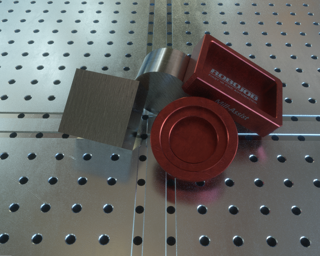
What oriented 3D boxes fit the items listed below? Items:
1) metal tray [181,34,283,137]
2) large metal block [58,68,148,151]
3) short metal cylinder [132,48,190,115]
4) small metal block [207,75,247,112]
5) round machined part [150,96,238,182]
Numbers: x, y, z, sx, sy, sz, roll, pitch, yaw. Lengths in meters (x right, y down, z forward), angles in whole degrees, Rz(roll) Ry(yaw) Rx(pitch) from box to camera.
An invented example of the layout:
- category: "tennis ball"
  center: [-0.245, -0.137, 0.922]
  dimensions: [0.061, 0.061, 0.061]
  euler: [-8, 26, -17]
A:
- category: "metal tray"
  center: [0.098, -0.056, 0.402]
  dimensions: [0.131, 0.030, 0.090]
  euler: [28, 50, -13]
- category: "large metal block"
  center: [-0.068, -0.021, 0.386]
  dimensions: [0.080, 0.050, 0.080]
  euler: [13, 84, 11]
- category: "short metal cylinder"
  center: [0.008, -0.061, 0.424]
  dimensions: [0.080, 0.080, 0.050]
  euler: [11, 51, 9]
- category: "small metal block"
  center: [0.096, -0.050, 0.451]
  dimensions: [0.050, 0.025, 0.050]
  euler: [3, 50, 2]
- category: "round machined part"
  center: [0.039, 0.015, 0.367]
  dimensions: [0.099, 0.042, 0.098]
  euler: [0, 78, 2]
